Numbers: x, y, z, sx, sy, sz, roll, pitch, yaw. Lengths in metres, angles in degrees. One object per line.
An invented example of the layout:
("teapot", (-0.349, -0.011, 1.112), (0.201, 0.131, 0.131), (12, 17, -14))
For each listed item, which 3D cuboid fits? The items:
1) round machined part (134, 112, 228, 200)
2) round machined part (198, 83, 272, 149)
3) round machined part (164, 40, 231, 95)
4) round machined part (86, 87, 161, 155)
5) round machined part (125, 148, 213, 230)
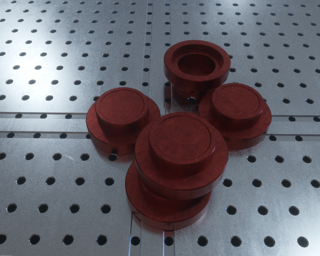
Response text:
("round machined part", (0.022, 0.021, 0.325), (0.099, 0.042, 0.098), (1, 50, -1))
("round machined part", (0.101, -0.023, 0.417), (0.099, 0.042, 0.098), (0, 50, 0))
("round machined part", (0.055, -0.088, 0.471), (0.099, 0.042, 0.098), (0, 50, 0))
("round machined part", (-0.048, -0.016, 0.410), (0.099, 0.042, 0.098), (0, 50, 0))
("round machined part", (0.010, 0.059, 0.347), (0.099, 0.042, 0.098), (0, 50, 0))
